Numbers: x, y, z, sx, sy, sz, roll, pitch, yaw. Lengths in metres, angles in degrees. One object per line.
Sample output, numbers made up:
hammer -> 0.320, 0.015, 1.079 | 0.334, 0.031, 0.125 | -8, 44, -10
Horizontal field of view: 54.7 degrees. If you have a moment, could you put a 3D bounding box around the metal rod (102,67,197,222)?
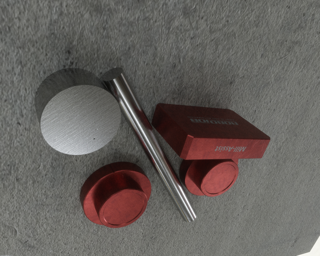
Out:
metal rod -> -0.001, 0.045, 0.435 | 0.025, 0.025, 0.299 | -32, 129, -8

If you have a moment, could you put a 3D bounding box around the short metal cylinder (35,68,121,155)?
short metal cylinder -> -0.088, -0.018, 0.332 | 0.081, 0.050, 0.079 | -14, 125, -21

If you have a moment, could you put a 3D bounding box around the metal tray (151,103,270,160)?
metal tray -> 0.066, 0.004, 0.404 | 0.131, 0.090, 0.030 | 2, 117, -30

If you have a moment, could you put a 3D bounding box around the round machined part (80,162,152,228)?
round machined part -> -0.056, 0.098, 0.427 | 0.099, 0.042, 0.097 | -14, 125, -21

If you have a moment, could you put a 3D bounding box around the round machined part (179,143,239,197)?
round machined part -> 0.083, 0.069, 0.486 | 0.099, 0.042, 0.097 | -14, 125, -21
